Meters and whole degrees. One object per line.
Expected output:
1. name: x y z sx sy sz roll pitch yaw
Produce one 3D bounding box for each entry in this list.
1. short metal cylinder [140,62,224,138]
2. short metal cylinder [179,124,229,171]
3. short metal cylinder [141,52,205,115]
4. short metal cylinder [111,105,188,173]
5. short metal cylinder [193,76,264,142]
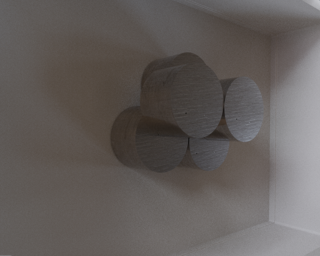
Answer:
1. short metal cylinder: 0.025 -0.029 0.344 0.081 0.050 0.080 0 90 -40
2. short metal cylinder: 0.051 0.017 0.431 0.081 0.050 0.080 0 90 -40
3. short metal cylinder: 0.023 -0.055 0.407 0.081 0.050 0.080 0 90 -40
4. short metal cylinder: -0.012 0.012 0.378 0.081 0.050 0.080 0 90 -40
5. short metal cylinder: 0.088 -0.023 0.395 0.081 0.050 0.080 0 90 -40
